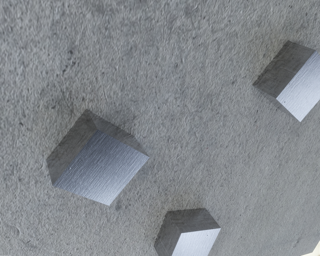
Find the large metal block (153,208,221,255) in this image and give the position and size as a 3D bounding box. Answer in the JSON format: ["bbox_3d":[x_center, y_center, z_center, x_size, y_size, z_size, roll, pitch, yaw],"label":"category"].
[{"bbox_3d":[0.045,0.188,0.531,0.081,0.050,0.079,4,116,-31],"label":"large metal block"}]

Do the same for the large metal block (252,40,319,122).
[{"bbox_3d":[0.198,-0.067,0.457,0.080,0.050,0.080,30,102,-38],"label":"large metal block"}]

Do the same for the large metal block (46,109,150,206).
[{"bbox_3d":[-0.075,0.037,0.373,0.080,0.050,0.080,34,100,-39],"label":"large metal block"}]
